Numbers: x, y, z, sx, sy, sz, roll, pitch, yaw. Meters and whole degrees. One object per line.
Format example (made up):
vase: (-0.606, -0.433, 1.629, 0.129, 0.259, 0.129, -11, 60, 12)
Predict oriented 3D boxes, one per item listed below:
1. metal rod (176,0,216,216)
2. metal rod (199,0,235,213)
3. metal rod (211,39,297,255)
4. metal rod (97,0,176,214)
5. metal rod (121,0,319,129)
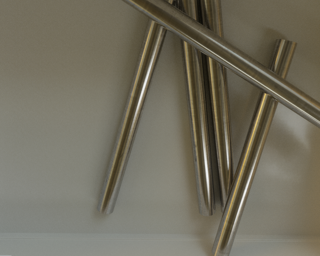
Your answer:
metal rod: (0.050, -0.016, 0.405, 0.025, 0.025, 0.298, -7, 110, 2)
metal rod: (0.079, -0.017, 0.405, 0.025, 0.025, 0.298, -9, 110, 3)
metal rod: (0.119, 0.037, 0.407, 0.025, 0.025, 0.298, 12, 103, -5)
metal rod: (-0.037, -0.015, 0.405, 0.025, 0.025, 0.298, 16, 109, -6)
metal rod: (0.091, -0.073, 0.352, 0.301, 0.025, 0.025, 30, 107, -9)
